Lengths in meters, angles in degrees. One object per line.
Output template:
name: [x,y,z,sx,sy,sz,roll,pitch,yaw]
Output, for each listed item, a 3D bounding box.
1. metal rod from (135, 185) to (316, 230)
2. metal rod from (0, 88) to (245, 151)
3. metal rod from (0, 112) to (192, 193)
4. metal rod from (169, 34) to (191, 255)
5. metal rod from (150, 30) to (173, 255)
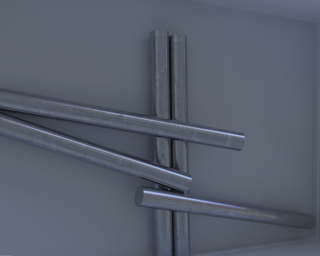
metal rod: [0.107,0.115,0.432,0.302,0.025,0.025,15,85,-25]
metal rod: [-0.039,-0.007,0.375,0.302,0.025,0.025,10,87,-13]
metal rod: [-0.103,0.021,0.358,0.302,0.025,0.025,20,83,-14]
metal rod: [0.026,0.026,0.418,0.025,0.025,0.298,-1,91,-20]
metal rod: [0.002,0.024,0.409,0.025,0.025,0.298,-1,91,-20]
